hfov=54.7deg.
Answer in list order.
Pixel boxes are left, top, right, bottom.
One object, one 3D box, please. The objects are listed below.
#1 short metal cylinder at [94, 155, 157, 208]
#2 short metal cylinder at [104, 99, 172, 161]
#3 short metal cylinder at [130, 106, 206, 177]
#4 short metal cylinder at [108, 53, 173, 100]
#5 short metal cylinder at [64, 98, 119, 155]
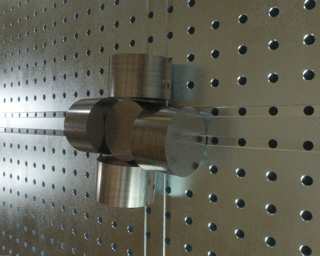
[{"bbox_3d":[-0.045,0.068,0.409,0.080,0.081,0.050,8,95,39],"label":"short metal cylinder"},{"bbox_3d":[-0.029,0.003,0.418,0.080,0.050,0.080,0,90,38],"label":"short metal cylinder"},{"bbox_3d":[0.012,0.014,0.364,0.050,0.081,0.079,5,93,39],"label":"short metal cylinder"},{"bbox_3d":[-0.025,-0.062,0.394,0.080,0.081,0.050,4,92,40],"label":"short metal cylinder"},{"bbox_3d":[-0.089,-0.003,0.447,0.050,0.081,0.079,2,92,39],"label":"short metal cylinder"}]
